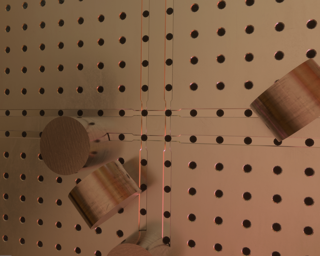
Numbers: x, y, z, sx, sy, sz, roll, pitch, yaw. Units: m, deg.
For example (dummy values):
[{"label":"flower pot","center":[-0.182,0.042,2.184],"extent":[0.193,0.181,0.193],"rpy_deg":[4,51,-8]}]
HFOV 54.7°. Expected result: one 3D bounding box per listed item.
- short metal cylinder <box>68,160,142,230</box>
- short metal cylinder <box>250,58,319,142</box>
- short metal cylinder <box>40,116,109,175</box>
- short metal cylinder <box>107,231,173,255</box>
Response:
[{"label":"short metal cylinder","center":[-0.071,0.087,0.407],"extent":[0.080,0.080,0.050],"rpy_deg":[-43,77,15]},{"label":"short metal cylinder","center":[0.145,-0.029,0.332],"extent":[0.080,0.080,0.050],"rpy_deg":[-39,78,15]},{"label":"short metal cylinder","center":[-0.121,0.024,0.440],"extent":[0.080,0.050,0.079],"rpy_deg":[0,90,19]},{"label":"short metal cylinder","center":[-0.027,0.183,0.408],"extent":[0.080,0.050,0.079],"rpy_deg":[0,90,19]}]
